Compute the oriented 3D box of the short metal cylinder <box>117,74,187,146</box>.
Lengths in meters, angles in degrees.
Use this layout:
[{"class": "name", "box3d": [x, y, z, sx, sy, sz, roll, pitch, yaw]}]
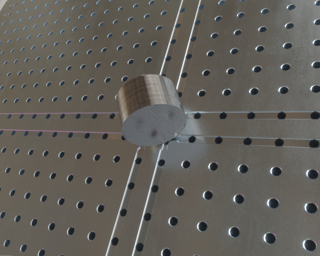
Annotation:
[{"class": "short metal cylinder", "box3d": [-0.012, -0.021, 0.392, 0.080, 0.080, 0.050, -25, 52, 13]}]
